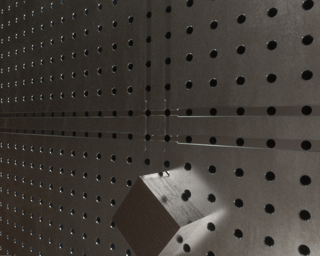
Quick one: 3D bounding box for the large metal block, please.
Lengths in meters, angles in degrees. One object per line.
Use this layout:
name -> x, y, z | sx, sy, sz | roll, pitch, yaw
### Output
large metal block -> -0.005, 0.115, 0.395 | 0.080, 0.050, 0.080 | 46, 117, 29
